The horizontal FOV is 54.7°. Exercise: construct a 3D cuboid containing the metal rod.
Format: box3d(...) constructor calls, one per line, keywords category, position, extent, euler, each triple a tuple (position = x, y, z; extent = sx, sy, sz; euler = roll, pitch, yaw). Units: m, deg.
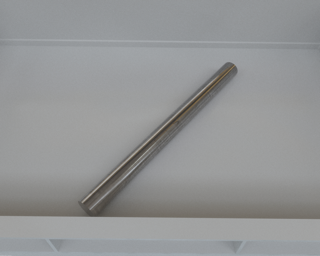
box3d(category="metal rod", position=(0.016, -0.002, 0.407), extent=(0.025, 0.025, 0.301), euler=(32, 56, 23))
